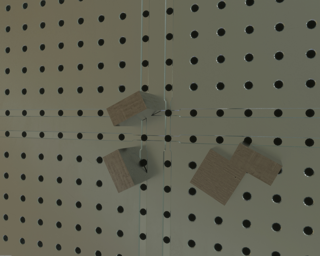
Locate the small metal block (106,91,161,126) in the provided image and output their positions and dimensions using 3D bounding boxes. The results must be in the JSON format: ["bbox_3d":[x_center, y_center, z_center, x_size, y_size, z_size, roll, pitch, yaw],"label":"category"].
[{"bbox_3d":[-0.034,-0.024,0.410,0.050,0.050,0.025,-27,82,18],"label":"small metal block"}]

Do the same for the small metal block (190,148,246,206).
[{"bbox_3d":[0.074,0.059,0.386,0.050,0.025,0.050,33,100,16],"label":"small metal block"}]

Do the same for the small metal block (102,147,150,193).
[{"bbox_3d":[-0.044,0.054,0.414,0.025,0.050,0.050,-29,81,18],"label":"small metal block"}]

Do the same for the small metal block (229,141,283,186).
[{"bbox_3d":[0.112,0.039,0.360,0.050,0.050,0.025,30,100,17],"label":"small metal block"}]
